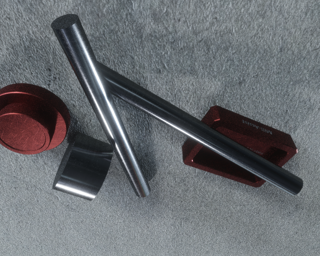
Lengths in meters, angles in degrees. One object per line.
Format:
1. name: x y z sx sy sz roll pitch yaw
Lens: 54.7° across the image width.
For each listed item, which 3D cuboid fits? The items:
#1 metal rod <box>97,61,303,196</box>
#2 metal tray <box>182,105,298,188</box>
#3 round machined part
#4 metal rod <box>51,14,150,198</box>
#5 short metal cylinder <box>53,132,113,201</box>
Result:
1. metal rod: 0.045 0.003 0.374 0.301 0.025 0.025 29 125 -10
2. metal tray: 0.108 0.030 0.430 0.131 0.030 0.089 20 127 -17
3. round machined part: -0.168 -0.004 0.391 0.099 0.042 0.097 0 130 0
4. metal rod: -0.055 0.003 0.382 0.025 0.025 0.299 -9 138 7
5. short metal cylinder: -0.103 0.051 0.413 0.050 0.080 0.080 24 126 -19
